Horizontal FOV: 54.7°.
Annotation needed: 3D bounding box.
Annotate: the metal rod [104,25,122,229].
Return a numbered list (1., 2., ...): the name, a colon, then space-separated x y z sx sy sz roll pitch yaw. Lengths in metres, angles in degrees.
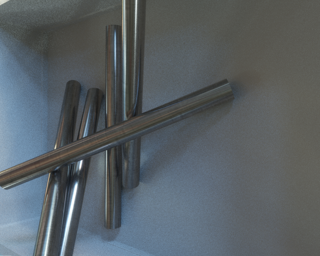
1. metal rod: -0.070 -0.002 0.464 0.025 0.025 0.298 1 91 40

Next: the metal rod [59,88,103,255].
1. metal rod: -0.111 0.070 0.415 0.025 0.025 0.300 -25 48 37

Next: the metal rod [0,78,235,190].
1. metal rod: -0.059 0.011 0.369 0.301 0.025 0.025 -22 75 9

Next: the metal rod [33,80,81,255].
1. metal rod: -0.135 0.034 0.428 0.025 0.025 0.300 -44 35 31

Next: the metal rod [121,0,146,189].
1. metal rod: -0.033 -0.047 0.365 0.025 0.025 0.298 31 131 36
